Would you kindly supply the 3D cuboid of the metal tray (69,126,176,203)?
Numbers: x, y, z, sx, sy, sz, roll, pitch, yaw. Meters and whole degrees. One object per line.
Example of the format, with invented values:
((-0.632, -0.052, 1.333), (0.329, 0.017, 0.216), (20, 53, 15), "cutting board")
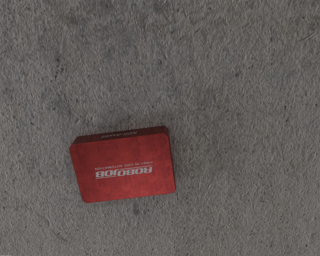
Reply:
((-0.048, 0.051, 0.425), (0.131, 0.030, 0.089), (-7, 110, 2), "metal tray")
